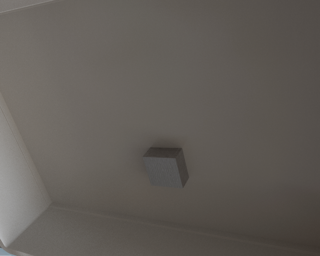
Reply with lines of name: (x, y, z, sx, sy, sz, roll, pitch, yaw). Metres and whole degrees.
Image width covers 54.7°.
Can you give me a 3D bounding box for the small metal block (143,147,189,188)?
small metal block: (0.009, 0.056, 0.437, 0.050, 0.025, 0.050, 0, 119, 28)
